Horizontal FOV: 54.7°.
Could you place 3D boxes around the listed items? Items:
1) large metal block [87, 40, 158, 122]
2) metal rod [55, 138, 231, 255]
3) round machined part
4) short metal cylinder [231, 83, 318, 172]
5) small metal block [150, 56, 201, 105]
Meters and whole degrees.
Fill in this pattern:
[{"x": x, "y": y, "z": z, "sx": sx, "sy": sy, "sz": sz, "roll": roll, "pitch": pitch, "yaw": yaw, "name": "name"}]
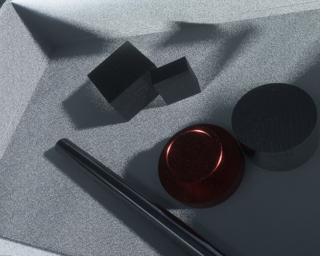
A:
[{"x": -0.048, "y": -0.070, "z": 0.456, "sx": 0.080, "sy": 0.050, "sz": 0.080, "roll": -41, "pitch": 51, "yaw": -1, "name": "large metal block"}, {"x": -0.038, "y": 0.081, "z": 0.374, "sx": 0.300, "sy": 0.025, "sz": 0.025, "roll": 27, "pitch": 76, "yaw": 36, "name": "metal rod"}, {"x": 0.042, "y": 0.037, "z": 0.349, "sx": 0.098, "sy": 0.042, "sz": 0.098, "roll": -13, "pitch": 56, "yaw": 20, "name": "round machined part"}, {"x": 0.121, "y": 0.000, "z": 0.326, "sx": 0.080, "sy": 0.050, "sz": 0.080, "roll": -13, "pitch": 56, "yaw": 20, "name": "short metal cylinder"}, {"x": 0.022, "y": -0.062, "z": 0.415, "sx": 0.050, "sy": 0.050, "sz": 0.025, "roll": -20, "pitch": 54, "yaw": 16, "name": "small metal block"}]
